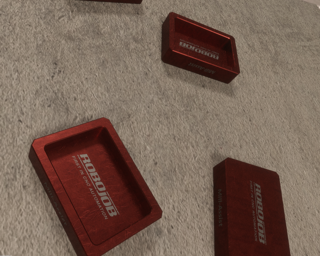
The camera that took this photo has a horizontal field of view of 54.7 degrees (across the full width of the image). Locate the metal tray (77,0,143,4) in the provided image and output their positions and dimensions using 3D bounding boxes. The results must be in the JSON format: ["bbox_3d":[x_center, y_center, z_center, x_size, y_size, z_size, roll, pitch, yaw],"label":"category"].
[{"bbox_3d":[-0.095,-0.248,0.502,0.131,0.030,0.090,-12,68,-33],"label":"metal tray"}]

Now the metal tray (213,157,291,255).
[{"bbox_3d":[0.116,0.111,0.398,0.091,0.030,0.130,18,55,-18],"label":"metal tray"}]

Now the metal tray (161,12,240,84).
[{"bbox_3d":[0.068,-0.134,0.520,0.131,0.030,0.090,14,56,-21],"label":"metal tray"}]

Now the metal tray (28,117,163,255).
[{"bbox_3d":[-0.068,0.060,0.328,0.091,0.030,0.130,-22,74,-36],"label":"metal tray"}]
